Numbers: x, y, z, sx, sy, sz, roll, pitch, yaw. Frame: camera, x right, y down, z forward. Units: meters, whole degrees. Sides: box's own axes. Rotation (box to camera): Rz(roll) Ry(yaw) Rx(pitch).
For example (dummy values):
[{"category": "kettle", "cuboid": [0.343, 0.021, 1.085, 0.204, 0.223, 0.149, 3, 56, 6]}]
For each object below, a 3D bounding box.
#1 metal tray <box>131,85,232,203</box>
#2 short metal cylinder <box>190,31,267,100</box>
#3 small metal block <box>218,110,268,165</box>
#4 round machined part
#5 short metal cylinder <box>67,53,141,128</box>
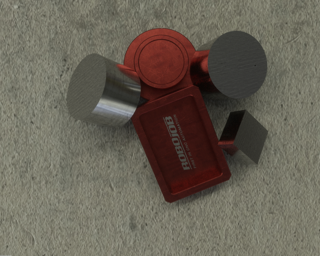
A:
[{"category": "metal tray", "cuboid": [0.026, 0.020, 0.398, 0.090, 0.030, 0.129, -22, 100, 0]}, {"category": "short metal cylinder", "cuboid": [0.085, -0.075, 0.389, 0.081, 0.050, 0.079, -1, 92, -18]}, {"category": "small metal block", "cuboid": [0.107, 0.013, 0.394, 0.050, 0.025, 0.050, 38, 65, -26]}, {"category": "round machined part", "cuboid": [0.002, -0.082, 0.403, 0.099, 0.042, 0.097, 0, 90, 0]}, {"category": "short metal cylinder", "cuboid": [-0.069, -0.044, 0.376, 0.050, 0.080, 0.080, 16, 90, -44]}]
